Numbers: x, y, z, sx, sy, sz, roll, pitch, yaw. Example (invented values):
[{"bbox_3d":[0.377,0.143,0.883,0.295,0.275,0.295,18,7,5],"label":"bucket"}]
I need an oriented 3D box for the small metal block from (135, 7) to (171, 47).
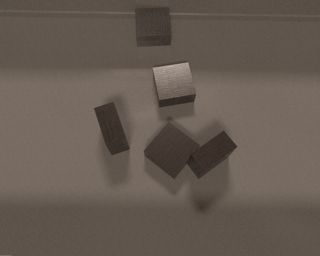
[{"bbox_3d":[-0.011,-0.151,0.465,0.050,0.025,0.050,-3,70,-2],"label":"small metal block"}]

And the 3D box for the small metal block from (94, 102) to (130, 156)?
[{"bbox_3d":[-0.060,0.002,0.395,0.025,0.050,0.050,-19,71,-7],"label":"small metal block"}]

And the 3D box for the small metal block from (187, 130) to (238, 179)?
[{"bbox_3d":[0.063,0.034,0.385,0.050,0.050,0.025,-34,74,-12],"label":"small metal block"}]

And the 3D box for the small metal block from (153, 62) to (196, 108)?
[{"bbox_3d":[0.019,-0.060,0.432,0.050,0.025,0.050,-10,70,-4],"label":"small metal block"}]

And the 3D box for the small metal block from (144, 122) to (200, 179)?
[{"bbox_3d":[0.015,0.029,0.399,0.050,0.025,0.050,37,74,12],"label":"small metal block"}]
